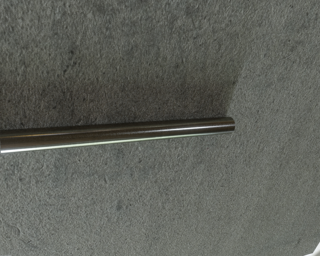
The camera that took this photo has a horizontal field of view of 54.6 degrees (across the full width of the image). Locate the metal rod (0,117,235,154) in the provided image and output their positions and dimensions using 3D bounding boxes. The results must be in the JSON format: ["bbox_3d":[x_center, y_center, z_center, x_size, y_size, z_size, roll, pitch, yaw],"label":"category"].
[{"bbox_3d":[-0.032,0.005,0.391,0.302,0.025,0.025,-4,120,-27],"label":"metal rod"}]
